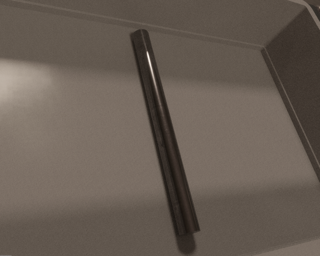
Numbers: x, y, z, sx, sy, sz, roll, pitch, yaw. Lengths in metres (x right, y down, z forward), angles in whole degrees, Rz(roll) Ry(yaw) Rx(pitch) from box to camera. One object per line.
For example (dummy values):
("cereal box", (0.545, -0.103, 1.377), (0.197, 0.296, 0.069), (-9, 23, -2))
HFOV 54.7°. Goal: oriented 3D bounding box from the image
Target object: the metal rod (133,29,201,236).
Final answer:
("metal rod", (0.002, -0.012, 0.415), (0.025, 0.025, 0.299), (1, 61, -28))
